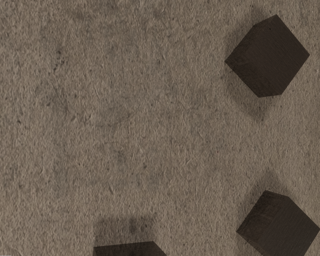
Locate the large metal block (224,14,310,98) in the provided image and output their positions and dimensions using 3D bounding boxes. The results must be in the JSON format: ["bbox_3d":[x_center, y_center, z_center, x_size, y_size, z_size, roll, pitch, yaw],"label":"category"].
[{"bbox_3d":[0.158,-0.103,0.456,0.080,0.050,0.080,42,76,-16],"label":"large metal block"}]

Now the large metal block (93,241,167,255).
[{"bbox_3d":[-0.039,0.192,0.382,0.081,0.050,0.079,2,89,-20],"label":"large metal block"}]

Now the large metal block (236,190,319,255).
[{"bbox_3d":[0.177,0.153,0.463,0.080,0.050,0.080,44,76,-15],"label":"large metal block"}]
